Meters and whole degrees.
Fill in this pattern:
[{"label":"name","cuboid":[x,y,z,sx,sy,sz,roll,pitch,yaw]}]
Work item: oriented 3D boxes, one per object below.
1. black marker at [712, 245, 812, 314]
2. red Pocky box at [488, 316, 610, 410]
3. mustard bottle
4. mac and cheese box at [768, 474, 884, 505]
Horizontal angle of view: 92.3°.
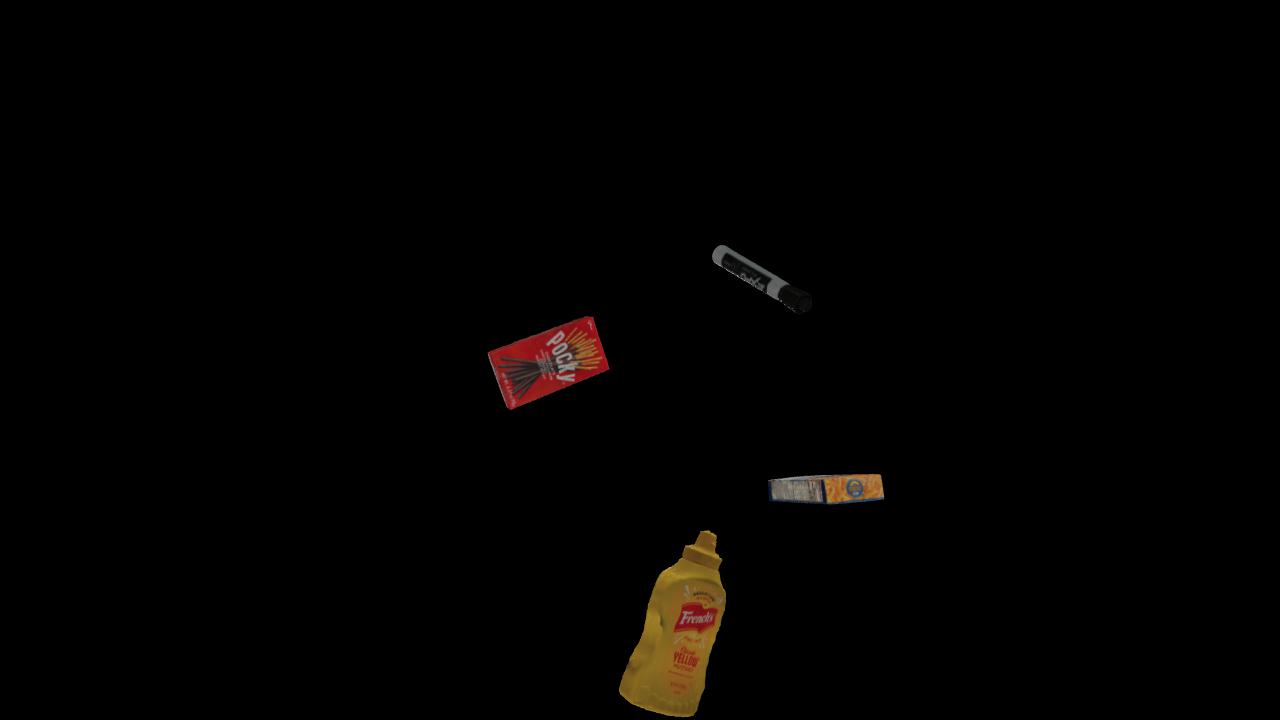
[{"label":"black marker","cuboid":[0.105,-0.071,0.537,0.020,0.020,0.121,0,28,-34]},{"label":"red Pocky box","cuboid":[-0.123,0.001,0.848,0.155,0.083,0.028,-23,11,-24]},{"label":"mustard bottle","cuboid":[0.046,0.272,0.654,0.092,0.184,0.054,26,-16,-22]},{"label":"mac and cheese box","cuboid":[0.276,0.196,0.937,0.093,0.041,0.184,0,-11,-14]}]
